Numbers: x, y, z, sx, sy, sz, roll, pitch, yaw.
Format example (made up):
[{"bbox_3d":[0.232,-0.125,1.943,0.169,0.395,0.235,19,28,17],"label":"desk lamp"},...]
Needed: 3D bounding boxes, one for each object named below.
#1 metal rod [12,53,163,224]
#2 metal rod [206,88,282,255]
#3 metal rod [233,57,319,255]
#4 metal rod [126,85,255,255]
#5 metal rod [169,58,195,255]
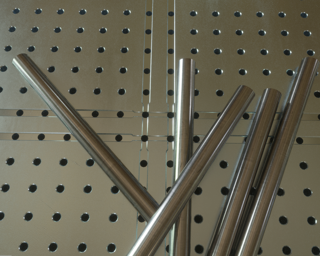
[{"bbox_3d":[-0.100,0.007,0.408,0.025,0.025,0.300,-40,75,-13],"label":"metal rod"},{"bbox_3d":[0.097,0.082,0.382,0.025,0.025,0.300,22,71,8],"label":"metal rod"},{"bbox_3d":[0.154,0.034,0.400,0.025,0.025,0.300,23,72,8],"label":"metal rod"},{"bbox_3d":[0.028,0.069,0.359,0.025,0.025,0.300,33,72,11],"label":"metal rod"},{"bbox_3d":[0.029,0.047,0.394,0.025,0.025,0.299,3,70,1],"label":"metal rod"}]
